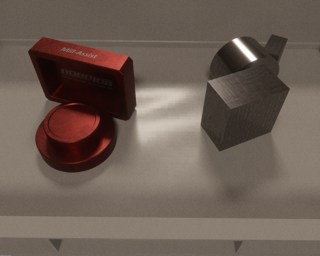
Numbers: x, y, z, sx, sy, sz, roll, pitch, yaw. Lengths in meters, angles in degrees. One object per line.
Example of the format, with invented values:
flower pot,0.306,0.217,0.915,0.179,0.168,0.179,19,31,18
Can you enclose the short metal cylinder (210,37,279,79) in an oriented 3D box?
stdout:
short metal cylinder,0.119,-0.081,0.439,0.081,0.080,0.050,-16,52,-13

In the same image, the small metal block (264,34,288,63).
small metal block,0.173,-0.109,0.483,0.025,0.050,0.050,23,54,18

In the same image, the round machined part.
round machined part,-0.106,0.004,0.390,0.099,0.042,0.098,0,50,0

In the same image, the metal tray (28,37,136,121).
metal tray,-0.100,-0.064,0.415,0.131,0.089,0.030,15,52,12

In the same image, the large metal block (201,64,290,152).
large metal block,0.103,-0.025,0.392,0.081,0.080,0.050,-19,53,-16
